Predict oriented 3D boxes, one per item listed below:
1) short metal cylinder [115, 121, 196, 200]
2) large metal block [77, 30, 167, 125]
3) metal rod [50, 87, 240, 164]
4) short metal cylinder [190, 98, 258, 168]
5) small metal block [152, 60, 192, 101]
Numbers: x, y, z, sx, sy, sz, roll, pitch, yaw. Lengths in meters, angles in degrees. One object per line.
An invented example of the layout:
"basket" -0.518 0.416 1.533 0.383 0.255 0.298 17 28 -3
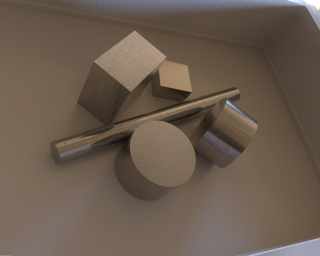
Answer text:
"short metal cylinder" -0.006 0.038 0.362 0.081 0.050 0.080 14 56 -21
"large metal block" -0.048 -0.060 0.381 0.050 0.080 0.080 40 51 -2
"metal rod" 0.005 -0.014 0.417 0.302 0.025 0.025 -19 72 -36
"short metal cylinder" 0.082 0.006 0.412 0.050 0.080 0.080 37 51 -4
"small metal block" 0.016 -0.071 0.457 0.050 0.025 0.050 8 58 -24
